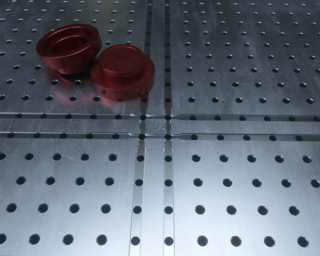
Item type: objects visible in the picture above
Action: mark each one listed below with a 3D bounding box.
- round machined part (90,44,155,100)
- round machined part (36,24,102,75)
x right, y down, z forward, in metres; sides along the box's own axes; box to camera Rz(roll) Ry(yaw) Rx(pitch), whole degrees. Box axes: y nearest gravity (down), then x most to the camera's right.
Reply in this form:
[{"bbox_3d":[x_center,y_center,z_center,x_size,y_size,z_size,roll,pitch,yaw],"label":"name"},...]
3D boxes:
[{"bbox_3d":[-0.057,-0.091,0.472,0.099,0.042,0.098,0,50,0],"label":"round machined part"},{"bbox_3d":[-0.139,-0.122,0.490,0.099,0.042,0.098,-6,46,6],"label":"round machined part"}]
